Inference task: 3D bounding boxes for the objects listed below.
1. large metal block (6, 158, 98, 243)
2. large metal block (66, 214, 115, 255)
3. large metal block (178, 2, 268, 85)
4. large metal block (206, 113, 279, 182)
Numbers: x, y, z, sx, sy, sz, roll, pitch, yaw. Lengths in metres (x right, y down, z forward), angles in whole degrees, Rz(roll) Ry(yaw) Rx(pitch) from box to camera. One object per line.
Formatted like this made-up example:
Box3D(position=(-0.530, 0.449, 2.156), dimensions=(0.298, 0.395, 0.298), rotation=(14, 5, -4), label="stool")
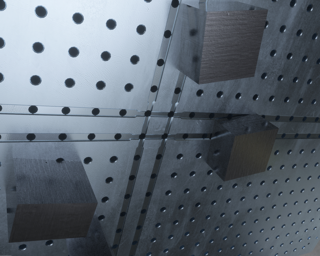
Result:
Box3D(position=(-0.127, 0.079, 0.355), dimensions=(0.081, 0.080, 0.050), rotation=(8, 115, -32), label="large metal block")
Box3D(position=(-0.092, 0.186, 0.440), dimensions=(0.050, 0.080, 0.080), rotation=(-23, 127, -14), label="large metal block")
Box3D(position=(0.072, -0.103, 0.370), dimensions=(0.081, 0.050, 0.079), rotation=(-11, 123, -23), label="large metal block")
Box3D(position=(0.125, 0.028, 0.480), dimensions=(0.081, 0.050, 0.079), rotation=(-8, 122, -24), label="large metal block")
